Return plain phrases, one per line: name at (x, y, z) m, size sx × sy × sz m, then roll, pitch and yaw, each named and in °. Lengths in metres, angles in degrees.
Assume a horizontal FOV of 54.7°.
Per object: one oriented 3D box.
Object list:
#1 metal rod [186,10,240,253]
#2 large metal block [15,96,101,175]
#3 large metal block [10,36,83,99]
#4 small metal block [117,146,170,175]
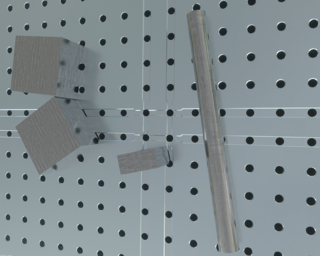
metal rod at (0.066, 0.002, 0.389) m, size 0.025 × 0.025 × 0.298 m, roll -8°, pitch 87°, yaw 20°
large metal block at (-0.148, 0.011, 0.451) m, size 0.080 × 0.050 × 0.080 m, roll -34°, pitch 79°, yaw 17°
large metal block at (-0.166, -0.089, 0.458) m, size 0.080 × 0.050 × 0.079 m, roll 8°, pitch 93°, yaw 19°
small metal block at (-0.020, 0.041, 0.406) m, size 0.050 × 0.050 × 0.025 m, roll -13°, pitch 86°, yaw 19°
